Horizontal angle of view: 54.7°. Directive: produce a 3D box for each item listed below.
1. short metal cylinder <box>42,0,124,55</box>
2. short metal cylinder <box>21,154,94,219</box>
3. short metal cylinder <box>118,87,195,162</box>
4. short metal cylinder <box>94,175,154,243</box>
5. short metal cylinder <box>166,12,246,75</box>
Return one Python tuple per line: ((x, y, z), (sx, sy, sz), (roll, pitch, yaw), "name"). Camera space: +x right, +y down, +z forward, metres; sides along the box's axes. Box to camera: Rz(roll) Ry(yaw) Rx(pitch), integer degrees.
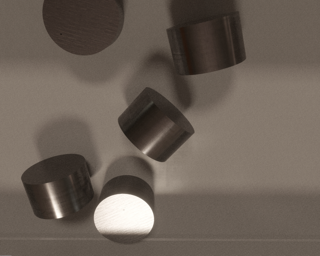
((-0.084, -0.126, 0.350), (0.081, 0.050, 0.079), (0, 110, -1), "short metal cylinder")
((-0.133, 0.074, 0.408), (0.080, 0.080, 0.050), (-9, 110, 3), "short metal cylinder")
((-0.004, -0.005, 0.380), (0.080, 0.080, 0.050), (40, 105, -14), "short metal cylinder")
((-0.049, 0.114, 0.440), (0.081, 0.050, 0.079), (0, 110, -1), "short metal cylinder")
((0.052, -0.095, 0.348), (0.080, 0.080, 0.050), (-13, 110, 4), "short metal cylinder")
